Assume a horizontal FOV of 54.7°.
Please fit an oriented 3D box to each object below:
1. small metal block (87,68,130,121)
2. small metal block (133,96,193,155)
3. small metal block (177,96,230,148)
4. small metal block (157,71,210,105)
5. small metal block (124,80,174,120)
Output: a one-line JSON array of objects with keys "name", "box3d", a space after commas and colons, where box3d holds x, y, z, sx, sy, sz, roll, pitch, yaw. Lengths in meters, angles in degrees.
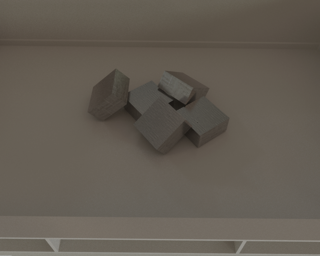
[{"name": "small metal block", "box3d": [-0.069, -0.045, 0.422, 0.050, 0.025, 0.050, -31, 40, 32]}, {"name": "small metal block", "box3d": [0.003, -0.004, 0.391, 0.050, 0.025, 0.050, -47, 59, 4]}, {"name": "small metal block", "box3d": [0.055, -0.009, 0.411, 0.050, 0.025, 0.050, -29, 56, -23]}, {"name": "small metal block", "box3d": [0.034, -0.057, 0.436, 0.050, 0.025, 0.050, 36, 24, 25]}, {"name": "small metal block", "box3d": [-0.016, -0.034, 0.431, 0.050, 0.025, 0.050, -31, 57, -24]}]
